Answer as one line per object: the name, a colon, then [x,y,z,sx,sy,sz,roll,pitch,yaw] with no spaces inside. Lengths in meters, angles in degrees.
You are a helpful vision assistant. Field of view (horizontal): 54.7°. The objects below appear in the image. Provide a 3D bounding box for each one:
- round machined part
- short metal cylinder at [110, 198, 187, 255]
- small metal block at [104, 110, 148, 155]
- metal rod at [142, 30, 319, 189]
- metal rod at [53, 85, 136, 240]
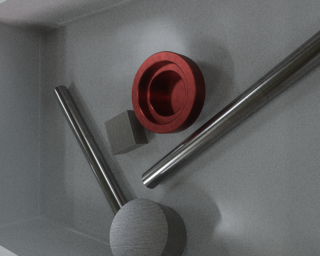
round machined part: [0.015,-0.042,0.382,0.098,0.042,0.097,0,90,39]
short metal cylinder: [-0.014,0.132,0.382,0.080,0.050,0.080,-13,61,25]
small metal block: [-0.049,0.007,0.445,0.050,0.025,0.050,-25,74,37]
metal rod: [0.080,-0.014,0.339,0.299,0.025,0.025,-42,65,31]
metal rod: [-0.102,0.047,0.488,0.025,0.025,0.299,-48,62,29]
